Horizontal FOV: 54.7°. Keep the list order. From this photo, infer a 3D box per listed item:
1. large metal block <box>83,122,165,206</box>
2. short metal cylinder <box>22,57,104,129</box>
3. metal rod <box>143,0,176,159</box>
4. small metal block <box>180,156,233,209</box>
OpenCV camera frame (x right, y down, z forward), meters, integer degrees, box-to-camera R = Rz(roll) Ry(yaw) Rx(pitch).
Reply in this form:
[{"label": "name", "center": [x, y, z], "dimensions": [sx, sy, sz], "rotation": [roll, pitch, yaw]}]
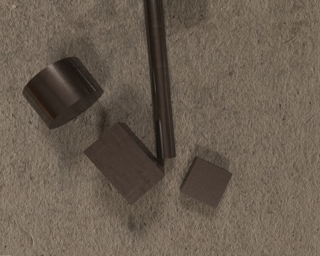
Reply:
[{"label": "large metal block", "center": [-0.040, 0.039, 0.382], "dimensions": [0.050, 0.080, 0.080], "rotation": [-42, 91, 0]}, {"label": "short metal cylinder", "center": [-0.117, -0.042, 0.381], "dimensions": [0.080, 0.080, 0.050], "rotation": [-37, 91, 0]}, {"label": "metal rod", "center": [-0.004, -0.109, 0.409], "dimensions": [0.025, 0.025, 0.298], "rotation": [-5, 90, -1]}, {"label": "small metal block", "center": [0.060, 0.071, 0.411], "dimensions": [0.050, 0.025, 0.050], "rotation": [26, 90, -1]}]
